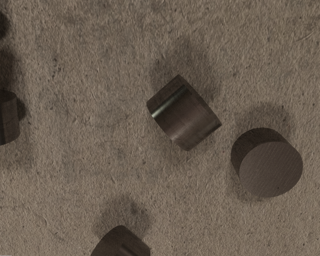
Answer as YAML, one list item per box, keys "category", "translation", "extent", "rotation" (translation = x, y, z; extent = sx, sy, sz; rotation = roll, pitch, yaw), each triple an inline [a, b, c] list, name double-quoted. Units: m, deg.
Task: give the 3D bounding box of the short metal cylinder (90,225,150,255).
- category: "short metal cylinder"
  translation: [-0.060, 0.190, 0.450]
  extent: [0.080, 0.080, 0.050]
  rotation: [-41, 105, 13]

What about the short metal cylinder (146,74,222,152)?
- category: "short metal cylinder"
  translation: [0.029, -0.018, 0.374]
  extent: [0.050, 0.080, 0.080]
  rotation: [-41, 106, 13]

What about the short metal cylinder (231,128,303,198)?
- category: "short metal cylinder"
  translation: [0.141, 0.045, 0.415]
  extent: [0.081, 0.050, 0.079]
  rotation: [0, 110, -1]

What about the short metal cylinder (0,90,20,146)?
- category: "short metal cylinder"
  translation: [-0.215, -0.013, 0.373]
  extent: [0.081, 0.080, 0.050]
  rotation: [3, 110, -2]
